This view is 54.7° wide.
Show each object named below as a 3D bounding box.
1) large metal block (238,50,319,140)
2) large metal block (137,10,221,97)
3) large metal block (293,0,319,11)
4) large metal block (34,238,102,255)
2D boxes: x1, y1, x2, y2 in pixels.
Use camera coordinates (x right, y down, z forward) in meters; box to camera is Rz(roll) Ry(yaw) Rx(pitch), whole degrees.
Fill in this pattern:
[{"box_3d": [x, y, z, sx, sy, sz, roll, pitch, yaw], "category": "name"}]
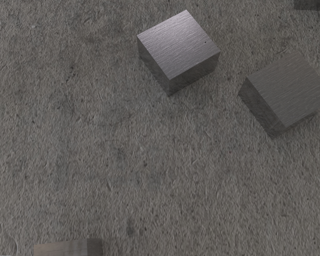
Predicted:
[{"box_3d": [0.165, -0.043, 0.412, 0.080, 0.050, 0.080, -29, 73, -10], "category": "large metal block"}, {"box_3d": [0.024, -0.104, 0.433, 0.080, 0.050, 0.080, -31, 73, -11], "category": "large metal block"}, {"box_3d": [0.256, -0.232, 0.481, 0.080, 0.050, 0.080, 3, 70, 1], "category": "large metal block"}, {"box_3d": [-0.090, 0.159, 0.320, 0.050, 0.080, 0.080, -6, 70, -2], "category": "large metal block"}]
